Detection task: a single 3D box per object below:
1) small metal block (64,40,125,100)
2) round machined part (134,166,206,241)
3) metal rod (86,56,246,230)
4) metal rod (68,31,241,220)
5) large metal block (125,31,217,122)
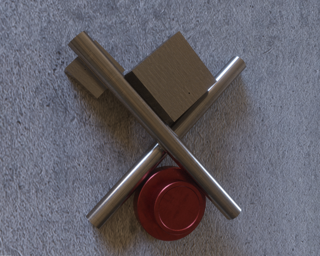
[{"bbox_3d":[-0.081,-0.071,0.382,0.050,0.025,0.050,45,76,-15],"label":"small metal block"},{"bbox_3d":[0.018,0.101,0.409,0.099,0.042,0.097,0,90,-21],"label":"round machined part"},{"bbox_3d":[0.017,0.010,0.419,0.025,0.025,0.301,47,75,-15],"label":"metal rod"},{"bbox_3d":[0.003,0.007,0.385,0.025,0.025,0.300,-46,105,-14],"label":"metal rod"},{"bbox_3d":[0.012,-0.064,0.403,0.080,0.050,0.080,-44,104,-15],"label":"large metal block"}]
